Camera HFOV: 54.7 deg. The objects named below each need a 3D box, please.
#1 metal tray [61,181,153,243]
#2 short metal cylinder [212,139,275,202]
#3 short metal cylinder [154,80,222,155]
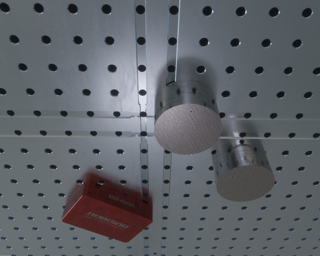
[{"bbox_3d":[-0.089,0.148,0.533,0.131,0.030,0.090,27,125,-22],"label":"metal tray"},{"bbox_3d":[0.119,0.063,0.450,0.081,0.050,0.079,0,130,0],"label":"short metal cylinder"},{"bbox_3d":[0.033,-0.012,0.385,0.081,0.050,0.079,0,130,0],"label":"short metal cylinder"}]
